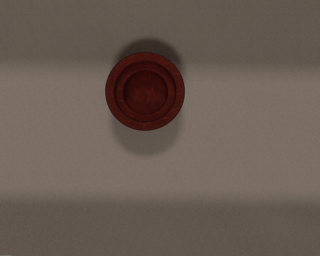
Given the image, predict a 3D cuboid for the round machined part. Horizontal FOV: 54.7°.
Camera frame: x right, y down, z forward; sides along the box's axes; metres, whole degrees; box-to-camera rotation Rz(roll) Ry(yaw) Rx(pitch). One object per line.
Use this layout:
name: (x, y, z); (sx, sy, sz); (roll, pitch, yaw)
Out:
round machined part: (-0.018, -0.045, 0.403); (0.099, 0.042, 0.097); (0, 90, -1)
